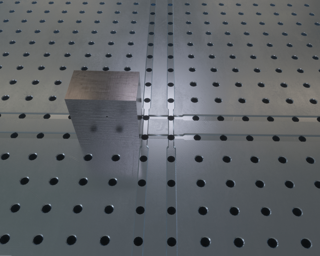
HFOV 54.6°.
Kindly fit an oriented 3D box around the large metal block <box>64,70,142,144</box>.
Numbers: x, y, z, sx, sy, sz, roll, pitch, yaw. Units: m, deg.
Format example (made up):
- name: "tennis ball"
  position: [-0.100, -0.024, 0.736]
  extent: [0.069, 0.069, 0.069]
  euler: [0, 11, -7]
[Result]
- name: "large metal block"
  position: [-0.066, -0.025, 0.393]
  extent: [0.080, 0.080, 0.050]
  euler: [1, 50, 1]
